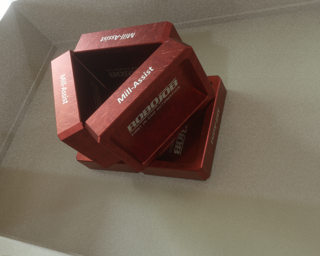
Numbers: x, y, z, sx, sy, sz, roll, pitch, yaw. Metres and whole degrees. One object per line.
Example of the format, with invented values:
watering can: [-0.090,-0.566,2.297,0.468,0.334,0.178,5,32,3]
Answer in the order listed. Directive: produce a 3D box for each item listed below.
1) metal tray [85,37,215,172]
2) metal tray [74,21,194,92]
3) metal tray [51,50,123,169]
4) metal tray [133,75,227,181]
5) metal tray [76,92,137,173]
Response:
metal tray: [-0.005,-0.022,0.338,0.130,0.090,0.030,-46,51,-4]
metal tray: [-0.030,-0.083,0.388,0.130,0.090,0.030,2,63,29]
metal tray: [-0.089,-0.024,0.384,0.030,0.090,0.130,-28,52,11]
metal tray: [0.026,-0.003,0.390,0.090,0.030,0.130,1,61,29]
metal tray: [-0.054,-0.005,0.434,0.090,0.030,0.130,1,61,28]
